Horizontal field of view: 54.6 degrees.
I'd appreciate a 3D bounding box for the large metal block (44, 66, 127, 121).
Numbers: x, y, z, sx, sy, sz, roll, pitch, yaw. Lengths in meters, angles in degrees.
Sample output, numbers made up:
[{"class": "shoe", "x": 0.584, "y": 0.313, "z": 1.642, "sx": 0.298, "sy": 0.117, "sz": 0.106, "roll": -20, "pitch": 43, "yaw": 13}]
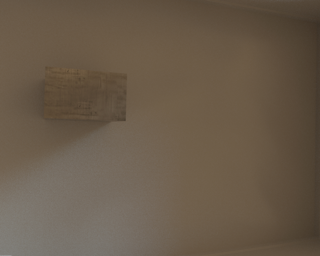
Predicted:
[{"class": "large metal block", "x": -0.087, "y": -0.034, "z": 0.349, "sx": 0.081, "sy": 0.080, "sz": 0.050, "roll": 2, "pitch": 90, "yaw": -20}]
